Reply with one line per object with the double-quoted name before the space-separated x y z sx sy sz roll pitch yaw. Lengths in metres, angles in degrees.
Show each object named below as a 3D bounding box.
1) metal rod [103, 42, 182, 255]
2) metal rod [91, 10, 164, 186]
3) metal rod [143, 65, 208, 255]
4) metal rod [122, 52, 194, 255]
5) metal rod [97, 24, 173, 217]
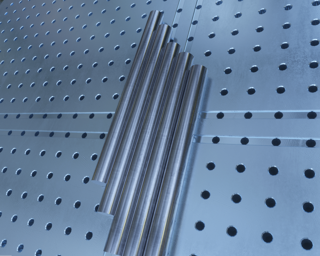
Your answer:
"metal rod" -0.015 0.010 0.408 0.025 0.025 0.300 1 62 28
"metal rod" -0.042 -0.059 0.464 0.025 0.025 0.300 1 62 28
"metal rod" 0.018 0.052 0.365 0.025 0.025 0.300 1 62 28
"metal rod" 0.001 0.029 0.387 0.025 0.025 0.300 1 62 28
"metal rod" -0.028 -0.027 0.436 0.025 0.025 0.300 1 62 28
